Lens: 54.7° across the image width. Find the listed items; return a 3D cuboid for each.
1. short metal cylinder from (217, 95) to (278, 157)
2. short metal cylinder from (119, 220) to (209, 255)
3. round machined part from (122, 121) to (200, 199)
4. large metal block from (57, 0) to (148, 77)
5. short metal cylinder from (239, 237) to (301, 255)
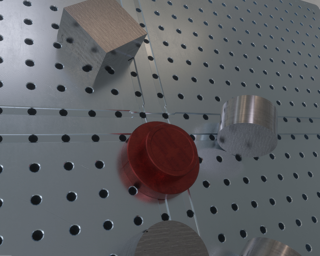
[{"bbox_3d":[0.125,-0.001,0.441,0.080,0.080,0.050,25,53,-13],"label":"short metal cylinder"},{"bbox_3d":[0.003,0.139,0.309,0.081,0.050,0.080,14,56,-21],"label":"short metal cylinder"},{"bbox_3d":[0.007,0.034,0.380,0.099,0.042,0.098,14,56,-21],"label":"round machined part"},{"bbox_3d":[-0.079,-0.130,0.428,0.080,0.050,0.080,47,51,4],"label":"large metal block"},{"bbox_3d":[0.119,0.167,0.335,0.080,0.080,0.050,47,51,4],"label":"short metal cylinder"}]
